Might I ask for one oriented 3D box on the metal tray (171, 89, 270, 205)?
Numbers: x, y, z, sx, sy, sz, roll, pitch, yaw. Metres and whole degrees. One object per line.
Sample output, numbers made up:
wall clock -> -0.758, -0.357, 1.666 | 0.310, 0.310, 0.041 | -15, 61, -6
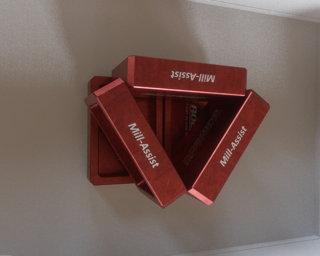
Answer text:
metal tray -> 0.061, 0.018, 0.364 | 0.030, 0.090, 0.130 | 37, 79, -16

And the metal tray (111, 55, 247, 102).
metal tray -> 0.018, -0.051, 0.348 | 0.131, 0.090, 0.030 | 2, 90, -20

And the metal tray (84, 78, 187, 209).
metal tray -> -0.030, 0.016, 0.331 | 0.030, 0.090, 0.130 | -33, 101, -16

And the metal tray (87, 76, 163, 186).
metal tray -> -0.044, 0.003, 0.391 | 0.091, 0.030, 0.129 | 0, 89, -20

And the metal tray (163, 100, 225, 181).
metal tray -> 0.043, 0.005, 0.422 | 0.091, 0.030, 0.129 | 1, 89, -20
